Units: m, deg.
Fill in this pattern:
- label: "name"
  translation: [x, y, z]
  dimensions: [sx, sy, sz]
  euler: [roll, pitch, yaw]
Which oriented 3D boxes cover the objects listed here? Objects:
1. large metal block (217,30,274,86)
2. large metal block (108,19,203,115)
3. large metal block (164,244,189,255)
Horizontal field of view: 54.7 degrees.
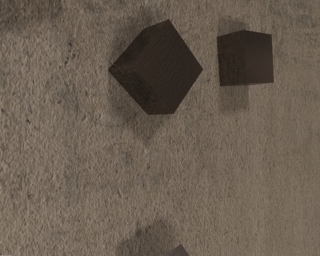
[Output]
- label: "large metal block"
  translation: [0.142, -0.112, 0.510]
  dimensions: [0.081, 0.050, 0.079]
  euler: [-8, 95, -40]
- label: "large metal block"
  translation: [-0.003, -0.073, 0.388]
  dimensions: [0.080, 0.050, 0.080]
  euler: [49, 61, -29]
- label: "large metal block"
  translation: [0.012, 0.204, 0.374]
  dimensions: [0.081, 0.050, 0.080]
  euler: [-19, 61, -39]
